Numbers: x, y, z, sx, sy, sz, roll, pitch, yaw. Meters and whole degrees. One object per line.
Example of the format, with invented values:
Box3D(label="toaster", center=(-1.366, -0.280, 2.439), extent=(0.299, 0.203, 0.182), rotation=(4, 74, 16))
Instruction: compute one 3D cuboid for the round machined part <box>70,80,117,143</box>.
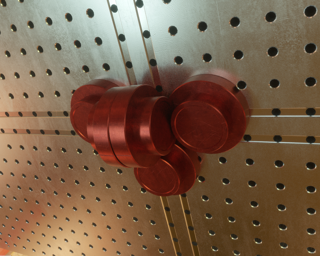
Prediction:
Box3D(label="round machined part", center=(-0.086, -0.015, 0.434), extent=(0.098, 0.042, 0.097), rotation=(13, 124, 20))

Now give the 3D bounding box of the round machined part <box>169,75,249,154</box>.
Box3D(label="round machined part", center=(0.051, -0.010, 0.365), extent=(0.098, 0.042, 0.097), rotation=(13, 124, 20))

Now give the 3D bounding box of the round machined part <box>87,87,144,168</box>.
Box3D(label="round machined part", center=(-0.052, -0.001, 0.381), extent=(0.042, 0.098, 0.097), rotation=(1, 119, 27))

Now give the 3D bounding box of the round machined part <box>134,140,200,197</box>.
Box3D(label="round machined part", center=(0.003, 0.056, 0.432), extent=(0.098, 0.042, 0.097), rotation=(13, 124, 20))

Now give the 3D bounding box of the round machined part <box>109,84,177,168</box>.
Box3D(label="round machined part", center=(-0.013, -0.002, 0.361), extent=(0.042, 0.098, 0.097), rotation=(-1, 118, 28))
